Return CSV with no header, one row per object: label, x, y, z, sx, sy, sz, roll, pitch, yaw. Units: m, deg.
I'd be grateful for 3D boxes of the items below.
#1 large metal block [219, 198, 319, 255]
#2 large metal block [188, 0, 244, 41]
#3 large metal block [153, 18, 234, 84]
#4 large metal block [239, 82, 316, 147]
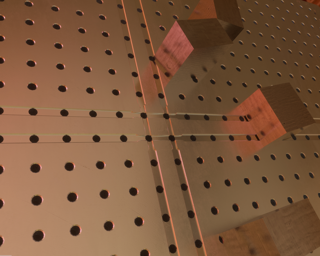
large metal block,0.132,0.128,0.365,0.081,0.080,0.050,-10,67,-32
large metal block,0.091,-0.177,0.529,0.050,0.080,0.080,10,58,-23
large metal block,0.048,-0.117,0.469,0.081,0.080,0.050,-17,71,-35
large metal block,0.192,-0.024,0.509,0.081,0.050,0.080,-14,69,-34
